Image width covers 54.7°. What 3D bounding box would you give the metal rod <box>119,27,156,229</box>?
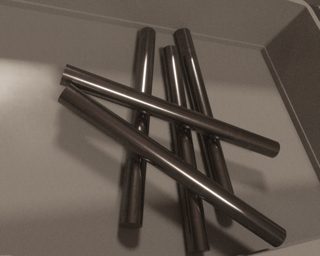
[{"bbox_3d":[-0.025,-0.023,0.407,0.025,0.025,0.300,16,55,-20],"label":"metal rod"}]

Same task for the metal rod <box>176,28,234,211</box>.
[{"bbox_3d":[0.062,-0.029,0.459,0.025,0.025,0.299,5,60,-26],"label":"metal rod"}]

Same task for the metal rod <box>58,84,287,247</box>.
[{"bbox_3d":[0.019,0.046,0.355,0.301,0.025,0.025,35,51,-6],"label":"metal rod"}]

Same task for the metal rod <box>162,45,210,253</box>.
[{"bbox_3d":[0.030,0.008,0.418,0.025,0.025,0.299,8,58,-24],"label":"metal rod"}]

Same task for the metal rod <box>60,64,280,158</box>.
[{"bbox_3d":[0.027,-0.015,0.397,0.302,0.025,0.025,19,54,-18],"label":"metal rod"}]
